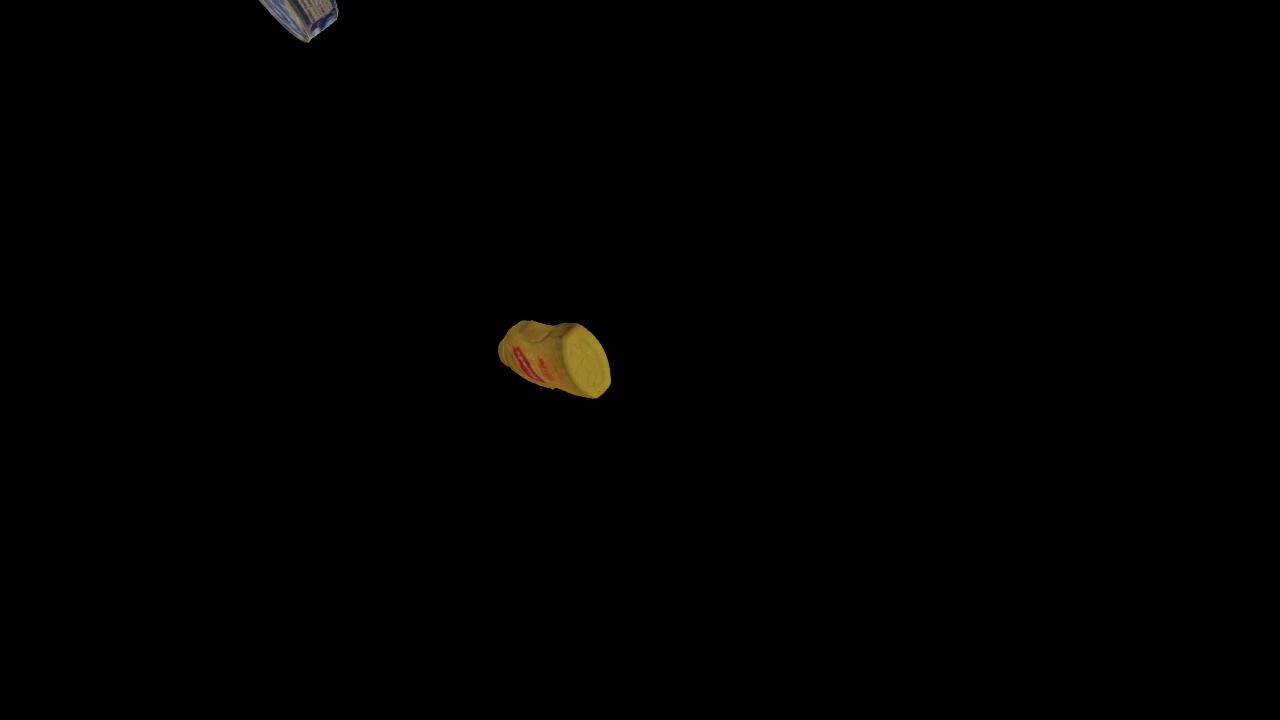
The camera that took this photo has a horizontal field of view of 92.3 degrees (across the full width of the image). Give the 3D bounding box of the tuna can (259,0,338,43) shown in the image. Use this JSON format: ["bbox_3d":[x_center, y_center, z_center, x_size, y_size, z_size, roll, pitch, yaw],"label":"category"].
[{"bbox_3d":[-0.276,-0.293,0.472,0.084,0.034,0.084,39,-14,12],"label":"tuna can"}]

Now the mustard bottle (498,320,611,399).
[{"bbox_3d":[-0.117,-0.006,0.739,0.184,0.092,0.054,8,49,47],"label":"mustard bottle"}]
